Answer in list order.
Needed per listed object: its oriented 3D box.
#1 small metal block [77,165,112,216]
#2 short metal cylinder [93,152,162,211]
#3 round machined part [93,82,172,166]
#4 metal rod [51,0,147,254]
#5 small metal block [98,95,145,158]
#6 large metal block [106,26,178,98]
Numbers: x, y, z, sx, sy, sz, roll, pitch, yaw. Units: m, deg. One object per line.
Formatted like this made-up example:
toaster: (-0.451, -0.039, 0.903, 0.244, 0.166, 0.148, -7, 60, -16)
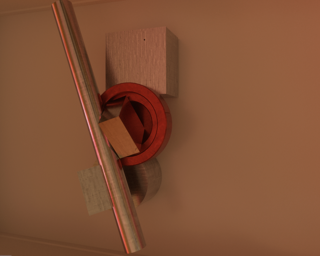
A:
small metal block: (-0.078, 0.073, 0.366, 0.025, 0.050, 0.050, -16, 83, -14)
short metal cylinder: (-0.044, 0.066, 0.411, 0.080, 0.050, 0.079, 0, 90, 19)
round machined part: (-0.032, -0.005, 0.379, 0.098, 0.042, 0.097, 0, 90, 19)
metal rod: (-0.073, -0.007, 0.359, 0.025, 0.025, 0.299, -20, 84, 18)
small metal block: (-0.043, -0.002, 0.359, 0.025, 0.050, 0.050, -19, 119, 15)
large metal block: (-0.022, -0.080, 0.401, 0.080, 0.050, 0.079, 0, 90, 19)
